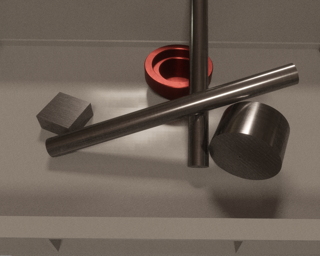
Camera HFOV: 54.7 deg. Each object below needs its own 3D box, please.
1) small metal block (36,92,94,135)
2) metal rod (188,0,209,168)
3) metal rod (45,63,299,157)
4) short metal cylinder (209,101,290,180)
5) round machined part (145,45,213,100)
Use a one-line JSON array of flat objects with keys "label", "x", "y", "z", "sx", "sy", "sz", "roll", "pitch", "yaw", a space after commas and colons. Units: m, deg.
[{"label": "small metal block", "x": -0.127, "y": -0.017, "z": 0.418, "sx": 0.050, "sy": 0.025, "sz": 0.050, "roll": 20, "pitch": 53, "yaw": 15}, {"label": "metal rod", "x": 0.051, "y": -0.098, "z": 0.407, "sx": 0.025, "sy": 0.025, "sz": 0.299, "roll": 2, "pitch": 76, "yaw": 1}, {"label": "metal rod", "x": 0.008, "y": -0.018, "z": 0.367, "sx": 0.301, "sy": 0.025, "sz": 0.025, "roll": -17, "pitch": 50, "yaw": 7}, {"label": "short metal cylinder", "x": 0.103, "y": 0.016, "z": 0.358, "sx": 0.080, "sy": 0.080, "sz": 0.050, "roll": 19, "pitch": 53, "yaw": 15}, {"label": "round machined part", "x": 0.027, "y": -0.078, "z": 0.460, "sx": 0.099, "sy": 0.042, "sz": 0.098, "roll": 0, "pitch": 50, "yaw": 0}]
